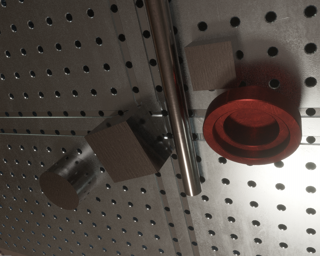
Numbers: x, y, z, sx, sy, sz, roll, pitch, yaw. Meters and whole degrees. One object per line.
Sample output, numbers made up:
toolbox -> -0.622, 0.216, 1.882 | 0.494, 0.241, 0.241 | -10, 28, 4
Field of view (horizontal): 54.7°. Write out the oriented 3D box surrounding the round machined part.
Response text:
round machined part -> 0.098, -0.007, 0.333 | 0.098, 0.042, 0.097 | 11, 138, 11

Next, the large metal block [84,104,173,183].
large metal block -> -0.043, 0.023, 0.431 | 0.080, 0.050, 0.080 | -19, 109, 35

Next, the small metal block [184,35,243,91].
small metal block -> 0.059, -0.070, 0.336 | 0.050, 0.025, 0.050 | -1, 118, 28

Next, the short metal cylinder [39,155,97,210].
short metal cylinder -> -0.158, 0.094, 0.534 | 0.080, 0.050, 0.079 | 13, 124, 20

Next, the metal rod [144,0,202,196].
metal rod -> 0.017, -0.042, 0.374 | 0.025, 0.025, 0.298 | 1, 119, 27
